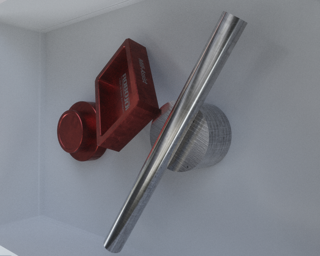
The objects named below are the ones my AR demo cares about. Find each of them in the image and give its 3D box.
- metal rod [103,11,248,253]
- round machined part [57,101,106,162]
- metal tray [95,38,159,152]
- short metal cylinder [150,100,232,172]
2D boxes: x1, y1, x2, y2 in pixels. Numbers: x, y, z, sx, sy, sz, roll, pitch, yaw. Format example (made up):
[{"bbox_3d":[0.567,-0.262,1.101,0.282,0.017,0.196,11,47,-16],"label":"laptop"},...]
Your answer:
[{"bbox_3d":[0.005,0.023,0.335,0.025,0.025,0.298,41,115,32],"label":"metal rod"},{"bbox_3d":[-0.129,0.005,0.499,0.098,0.042,0.097,0,90,39],"label":"round machined part"},{"bbox_3d":[-0.049,-0.045,0.408,0.090,0.030,0.130,-43,41,32],"label":"metal tray"},{"bbox_3d":[0.035,0.009,0.360,0.080,0.050,0.079,0,90,39],"label":"short metal cylinder"}]
